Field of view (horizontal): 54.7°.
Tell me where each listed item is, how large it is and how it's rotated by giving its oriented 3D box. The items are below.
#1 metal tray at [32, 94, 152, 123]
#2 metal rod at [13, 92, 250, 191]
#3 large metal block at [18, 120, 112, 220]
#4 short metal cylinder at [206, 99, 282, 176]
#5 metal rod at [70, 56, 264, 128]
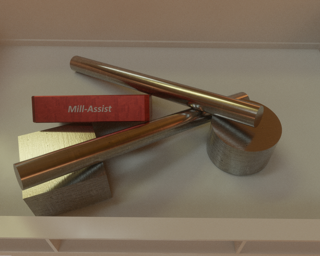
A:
[{"bbox_3d":[-0.077,-0.026,0.385,0.131,0.030,0.090,-1,6,1],"label":"metal tray"},{"bbox_3d":[-0.004,0.002,0.353,0.302,0.025,0.025,-19,52,-33],"label":"metal rod"},{"bbox_3d":[-0.105,0.044,0.345,0.081,0.050,0.080,-15,52,-13],"label":"large metal block"},{"bbox_3d":[0.100,0.011,0.378,0.081,0.050,0.080,0,50,0],"label":"short metal cylinder"},{"bbox_3d":[-0.013,-0.057,0.413,0.300,0.025,0.025,21,52,31],"label":"metal rod"}]
